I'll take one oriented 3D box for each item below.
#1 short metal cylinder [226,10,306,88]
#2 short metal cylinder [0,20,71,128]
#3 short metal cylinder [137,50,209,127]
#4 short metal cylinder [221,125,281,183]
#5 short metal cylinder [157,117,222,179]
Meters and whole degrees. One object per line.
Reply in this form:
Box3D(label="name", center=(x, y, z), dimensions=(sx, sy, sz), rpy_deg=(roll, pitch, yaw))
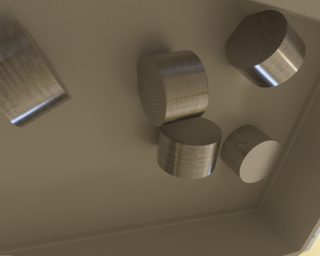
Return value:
Box3D(label="short metal cylinder", center=(0.131, -0.097, 0.386), dimensions=(0.050, 0.080, 0.080), rpy_deg=(29, 102, -38))
Box3D(label="short metal cylinder", center=(-0.124, -0.047, 0.277), dimensions=(0.050, 0.080, 0.080), rpy_deg=(-33, 129, -7))
Box3D(label="short metal cylinder", center=(0.012, -0.046, 0.353), dimensions=(0.050, 0.080, 0.079), rpy_deg=(-14, 124, -21))
Box3D(label="short metal cylinder", center=(0.147, 0.042, 0.501), dimensions=(0.081, 0.050, 0.079), rpy_deg=(-14, 125, -21))
Box3D(label="short metal cylinder", center=(0.037, 0.023, 0.409), dimensions=(0.081, 0.080, 0.050), rpy_deg=(-9, 123, -24))
